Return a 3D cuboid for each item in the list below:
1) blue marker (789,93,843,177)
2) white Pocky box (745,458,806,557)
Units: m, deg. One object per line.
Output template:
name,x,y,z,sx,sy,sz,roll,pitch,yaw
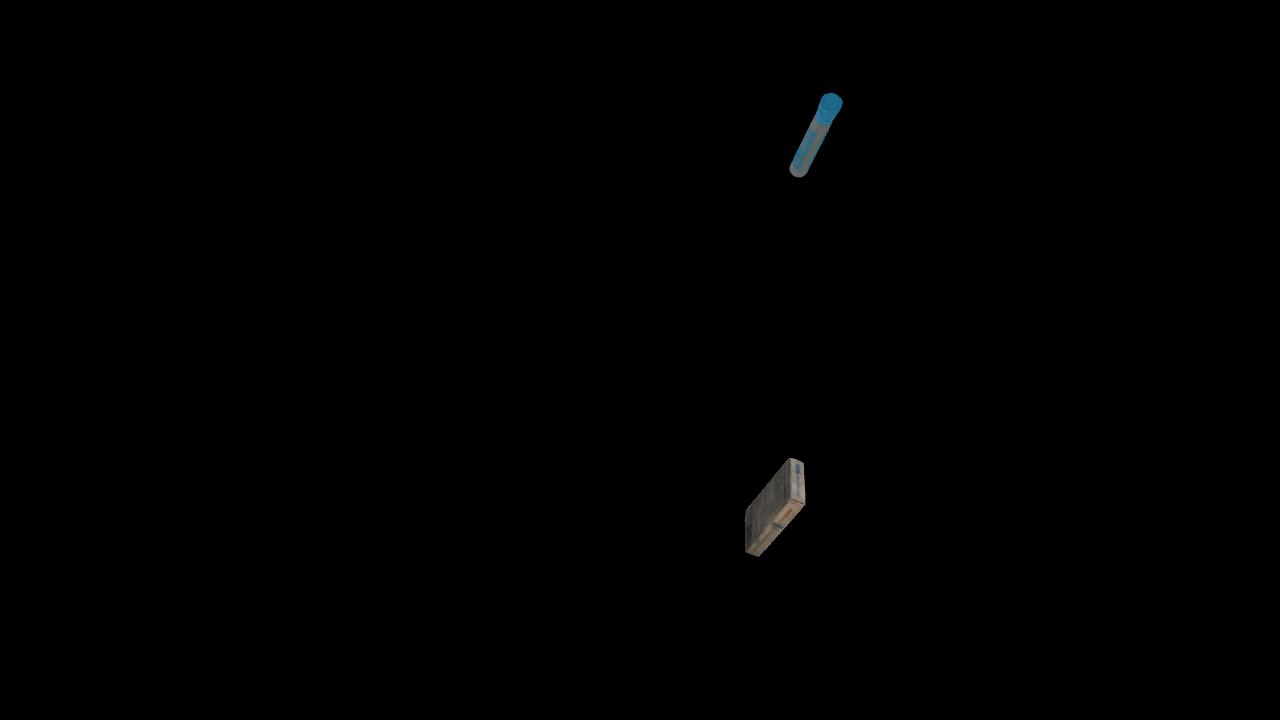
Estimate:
blue marker,0.162,-0.207,0.573,0.020,0.020,0.121,0,-11,0
white Pocky box,0.206,0.229,0.952,0.028,0.154,0.084,21,40,-5
